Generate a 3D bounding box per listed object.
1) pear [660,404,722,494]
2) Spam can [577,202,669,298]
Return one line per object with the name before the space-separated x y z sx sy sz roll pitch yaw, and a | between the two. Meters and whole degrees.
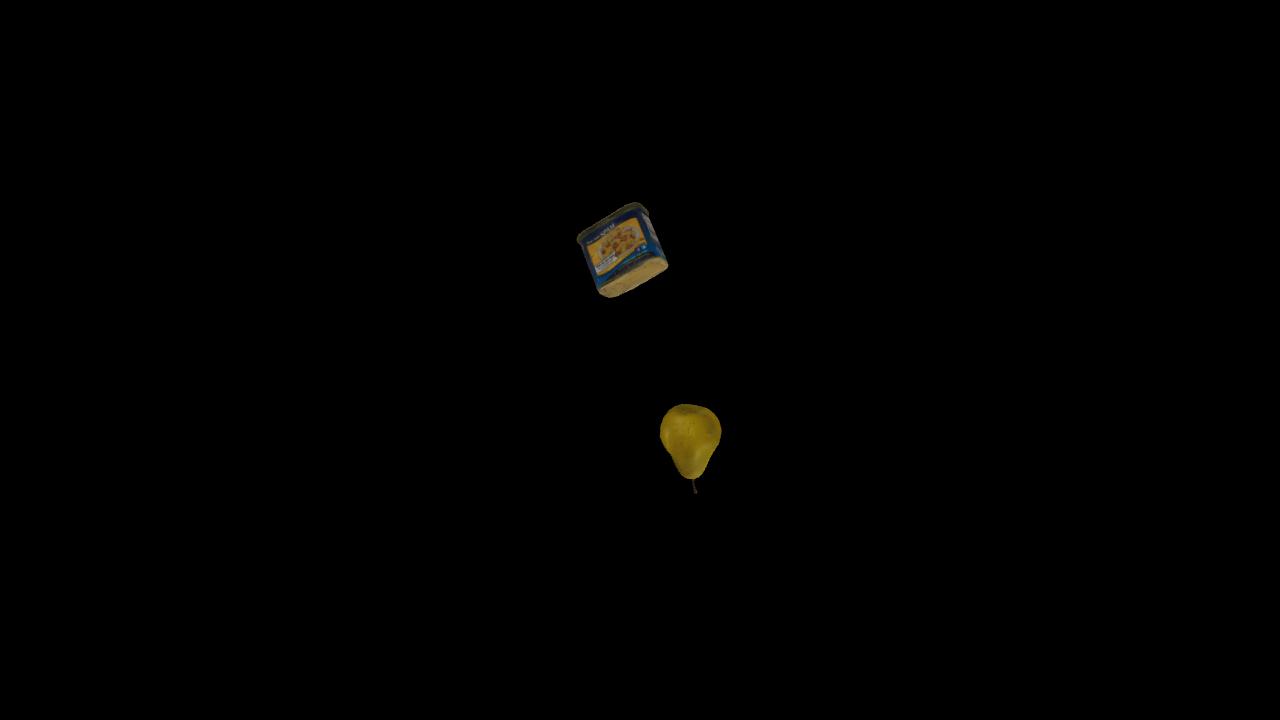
pear | 0.064 0.115 0.801 0.080 0.111 0.080 4 11 -1
Spam can | -0.022 -0.142 0.811 0.101 0.085 0.058 -28 -19 19
